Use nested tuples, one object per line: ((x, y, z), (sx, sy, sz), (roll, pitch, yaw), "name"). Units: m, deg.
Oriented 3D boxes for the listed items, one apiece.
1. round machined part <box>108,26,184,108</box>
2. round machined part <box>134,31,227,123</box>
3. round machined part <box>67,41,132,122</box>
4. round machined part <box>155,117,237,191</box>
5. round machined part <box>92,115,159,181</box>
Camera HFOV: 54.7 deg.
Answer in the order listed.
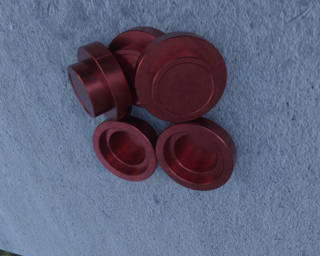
((-0.024, -0.066, 0.367), (0.098, 0.042, 0.097), (13, 124, 20), "round machined part")
((0.023, -0.048, 0.326), (0.099, 0.042, 0.097), (-4, 120, -6), "round machined part")
((-0.077, -0.051, 0.374), (0.098, 0.042, 0.097), (47, 154, 32), "round machined part")
((0.047, 0.027, 0.388), (0.098, 0.042, 0.097), (13, 124, 20), "round machined part")
((-0.041, 0.023, 0.431), (0.098, 0.042, 0.097), (13, 124, 20), "round machined part")
